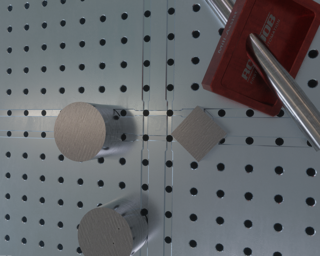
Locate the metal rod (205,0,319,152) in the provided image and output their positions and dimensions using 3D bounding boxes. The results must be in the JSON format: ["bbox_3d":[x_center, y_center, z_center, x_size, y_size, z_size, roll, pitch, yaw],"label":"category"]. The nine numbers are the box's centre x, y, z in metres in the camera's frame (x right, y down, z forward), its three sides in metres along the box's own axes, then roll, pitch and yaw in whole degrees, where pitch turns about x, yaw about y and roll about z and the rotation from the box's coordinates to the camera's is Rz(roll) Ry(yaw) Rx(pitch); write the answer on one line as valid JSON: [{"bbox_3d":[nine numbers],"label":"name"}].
[{"bbox_3d":[0.098,-0.106,0.356,0.025,0.025,0.299,-35,71,16],"label":"metal rod"}]

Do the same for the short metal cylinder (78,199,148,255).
[{"bbox_3d":[-0.063,0.142,0.421,0.080,0.050,0.079,0,90,20],"label":"short metal cylinder"}]

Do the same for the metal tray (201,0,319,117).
[{"bbox_3d":[0.114,-0.088,0.345,0.091,0.030,0.129,20,98,-16],"label":"metal tray"}]

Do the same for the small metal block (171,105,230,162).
[{"bbox_3d":[0.051,0.007,0.394,0.050,0.025,0.050,46,104,14],"label":"small metal block"}]

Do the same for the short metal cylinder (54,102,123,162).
[{"bbox_3d":[-0.099,0.005,0.434,0.080,0.050,0.079,0,90,20],"label":"short metal cylinder"}]
